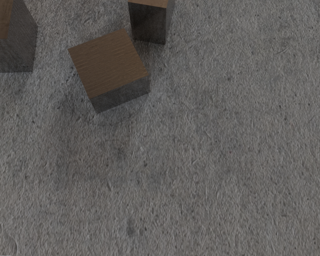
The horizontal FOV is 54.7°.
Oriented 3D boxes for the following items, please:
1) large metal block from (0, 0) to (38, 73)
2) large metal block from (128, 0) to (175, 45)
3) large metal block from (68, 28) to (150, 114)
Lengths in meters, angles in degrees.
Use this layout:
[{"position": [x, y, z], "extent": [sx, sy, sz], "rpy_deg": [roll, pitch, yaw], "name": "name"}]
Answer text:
[{"position": [-0.211, -0.131, 0.425], "extent": [0.050, 0.080, 0.080], "rpy_deg": [-2, 70, -1], "name": "large metal block"}, {"position": [-0.009, -0.180, 0.444], "extent": [0.050, 0.080, 0.080], "rpy_deg": [11, 71, 4], "name": "large metal block"}, {"position": [-0.068, -0.077, 0.422], "extent": [0.080, 0.050, 0.080], "rpy_deg": [-24, 72, -9], "name": "large metal block"}]
